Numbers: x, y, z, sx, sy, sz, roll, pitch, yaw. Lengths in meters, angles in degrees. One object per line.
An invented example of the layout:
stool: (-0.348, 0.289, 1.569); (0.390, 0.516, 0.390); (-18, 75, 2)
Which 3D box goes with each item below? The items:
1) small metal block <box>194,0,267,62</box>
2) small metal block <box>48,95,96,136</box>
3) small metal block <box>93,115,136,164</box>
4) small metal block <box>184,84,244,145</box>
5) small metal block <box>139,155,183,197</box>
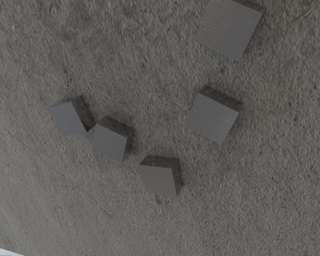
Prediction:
small metal block: (0.069, -0.102, 0.307); (0.050, 0.025, 0.050); (28, 128, 10)
small metal block: (-0.131, -0.018, 0.465); (0.050, 0.025, 0.050); (-9, 114, 32)
small metal block: (-0.067, 0.017, 0.453); (0.050, 0.025, 0.050); (24, 127, 13)
small metal block: (0.062, -0.015, 0.364); (0.050, 0.025, 0.050); (28, 128, 10)
small metal block: (0.003, 0.069, 0.448); (0.050, 0.025, 0.050); (3, 120, 26)
